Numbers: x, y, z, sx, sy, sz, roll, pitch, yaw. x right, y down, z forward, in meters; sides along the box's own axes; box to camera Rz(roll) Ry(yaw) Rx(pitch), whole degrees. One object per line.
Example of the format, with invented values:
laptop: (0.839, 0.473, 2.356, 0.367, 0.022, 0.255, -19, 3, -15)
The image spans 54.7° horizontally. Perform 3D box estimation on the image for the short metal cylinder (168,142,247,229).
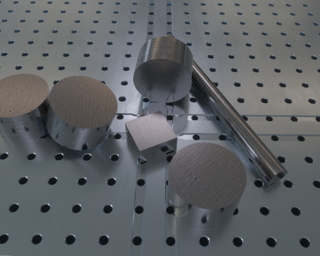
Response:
short metal cylinder: (0.049, 0.063, 0.339, 0.081, 0.050, 0.080, 0, 50, 0)

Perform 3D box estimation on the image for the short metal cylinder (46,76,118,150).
short metal cylinder: (-0.099, -0.019, 0.390, 0.081, 0.050, 0.080, 13, 52, -17)

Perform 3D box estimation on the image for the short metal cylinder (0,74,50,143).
short metal cylinder: (-0.183, -0.027, 0.413, 0.081, 0.050, 0.080, 0, 50, 0)

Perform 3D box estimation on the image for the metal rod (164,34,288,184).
metal rod: (0.075, -0.047, 0.447, 0.025, 0.025, 0.300, -19, 53, -16)

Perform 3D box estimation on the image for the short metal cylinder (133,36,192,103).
short metal cylinder: (0.006, -0.082, 0.441, 0.080, 0.080, 0.050, 4, 50, 3)

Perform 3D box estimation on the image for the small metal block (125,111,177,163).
small metal block: (-0.012, 0.010, 0.399, 0.050, 0.025, 0.050, -19, 53, -16)
